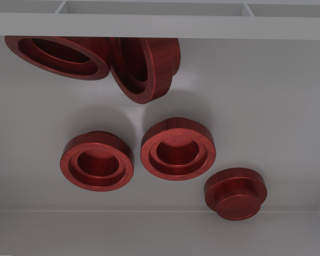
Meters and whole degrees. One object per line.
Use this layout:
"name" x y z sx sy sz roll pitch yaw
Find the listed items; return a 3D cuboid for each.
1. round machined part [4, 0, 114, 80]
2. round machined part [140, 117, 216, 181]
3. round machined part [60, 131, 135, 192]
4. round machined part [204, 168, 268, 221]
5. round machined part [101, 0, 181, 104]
"round machined part" -0.093 -0.086 0.303 0.099 0.042 0.098 11 167 3
"round machined part" 0.024 0.024 0.418 0.099 0.042 0.097 0 130 0
"round machined part" -0.085 0.042 0.433 0.099 0.042 0.097 0 130 0
"round machined part" 0.121 0.111 0.494 0.099 0.042 0.097 0 130 0
"round machined part" -0.016 -0.076 0.309 0.042 0.098 0.097 -26 136 -26
